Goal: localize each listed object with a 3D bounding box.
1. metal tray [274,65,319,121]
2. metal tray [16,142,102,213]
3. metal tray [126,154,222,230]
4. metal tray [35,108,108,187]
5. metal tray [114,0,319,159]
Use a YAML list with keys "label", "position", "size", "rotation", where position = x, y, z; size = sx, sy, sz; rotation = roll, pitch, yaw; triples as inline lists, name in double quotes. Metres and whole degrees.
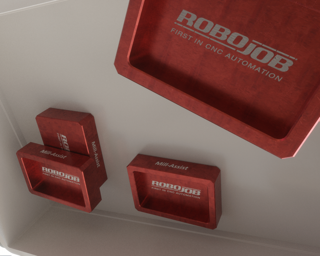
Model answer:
- label: "metal tray"
  position: [0.143, -0.021, 0.251]
  size: [0.090, 0.131, 0.030]
  rotation: [20, 104, 16]
- label: "metal tray"
  position: [-0.162, 0.078, 0.499]
  size: [0.130, 0.030, 0.089]
  rotation: [11, 123, 22]
- label: "metal tray"
  position: [0.021, 0.091, 0.450]
  size: [0.130, 0.030, 0.089]
  rotation: [7, 122, 24]
- label: "metal tray"
  position: [-0.141, 0.035, 0.502]
  size: [0.090, 0.030, 0.129]
  rotation: [8, 122, 24]
- label: "metal tray"
  position: [0.042, -0.051, 0.189]
  size: [0.130, 0.030, 0.089]
  rotation: [29, 122, 14]
